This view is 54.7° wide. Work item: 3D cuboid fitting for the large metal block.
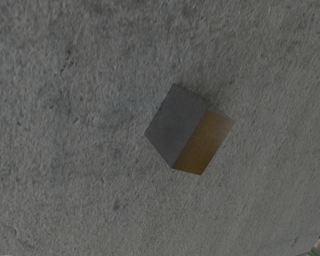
[{"bbox_3d":[0.034,0.001,0.392,0.050,0.080,0.080,19,108,-36],"label":"large metal block"}]
